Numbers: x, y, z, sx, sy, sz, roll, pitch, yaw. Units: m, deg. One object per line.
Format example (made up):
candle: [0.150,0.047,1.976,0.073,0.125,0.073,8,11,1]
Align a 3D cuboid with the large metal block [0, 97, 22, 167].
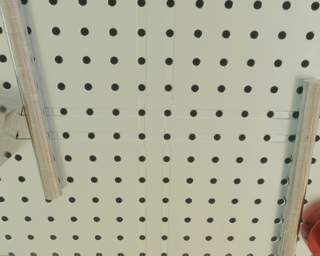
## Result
large metal block: [-0.233,0.000,0.397,0.080,0.050,0.079,17,109,-7]

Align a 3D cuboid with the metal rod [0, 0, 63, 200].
metal rod: [-0.165,-0.042,0.395,0.025,0.025,0.298,-4,110,1]

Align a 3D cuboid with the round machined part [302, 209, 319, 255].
round machined part: [0.275,0.167,0.470,0.099,0.042,0.097,0,110,-1]

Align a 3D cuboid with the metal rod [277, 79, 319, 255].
metal rod: [0.198,0.080,0.445,0.025,0.025,0.298,-1,110,0]
